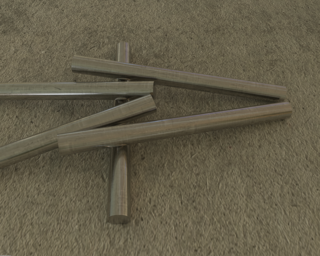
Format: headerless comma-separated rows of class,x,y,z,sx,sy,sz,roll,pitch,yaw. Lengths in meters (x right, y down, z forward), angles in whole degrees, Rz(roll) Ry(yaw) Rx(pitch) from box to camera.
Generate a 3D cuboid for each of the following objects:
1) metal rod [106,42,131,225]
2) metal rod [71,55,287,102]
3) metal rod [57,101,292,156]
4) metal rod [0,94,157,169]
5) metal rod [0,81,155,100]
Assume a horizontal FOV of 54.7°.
metal rod,-0.052,-0.019,0.419,0.025,0.025,0.300,-2,50,-2
metal rod,0.028,-0.070,0.442,0.302,0.025,0.025,8,50,-2
metal rod,0.031,-0.003,0.387,0.302,0.025,0.025,-9,50,-16
metal rod,-0.148,0.021,0.367,0.302,0.025,0.025,-21,53,-10
metal rod,-0.157,-0.051,0.427,0.302,0.025,0.025,1,50,7
